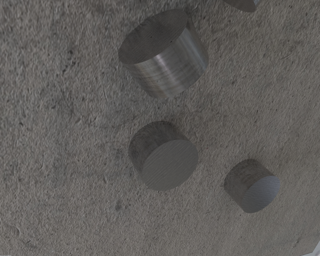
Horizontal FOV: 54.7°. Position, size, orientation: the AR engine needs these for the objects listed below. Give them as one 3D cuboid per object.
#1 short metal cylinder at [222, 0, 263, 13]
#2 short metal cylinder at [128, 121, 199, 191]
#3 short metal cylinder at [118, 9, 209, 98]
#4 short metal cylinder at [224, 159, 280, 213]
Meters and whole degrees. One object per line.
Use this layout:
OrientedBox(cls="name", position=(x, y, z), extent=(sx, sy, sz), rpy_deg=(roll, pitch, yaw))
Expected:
OrientedBox(cls="short metal cylinder", position=(0.079, -0.163, 0.313), extent=(0.080, 0.080, 0.050), rpy_deg=(28, 103, -38))
OrientedBox(cls="short metal cylinder", position=(0.004, 0.037, 0.416), extent=(0.081, 0.050, 0.079), rpy_deg=(-14, 124, -21))
OrientedBox(cls="short metal cylinder", position=(0.004, -0.078, 0.325), extent=(0.080, 0.080, 0.050), rpy_deg=(-40, 129, -1))
OrientedBox(cls="short metal cylinder", position=(0.160, 0.101, 0.540), extent=(0.081, 0.050, 0.079), rpy_deg=(-14, 124, -21))
